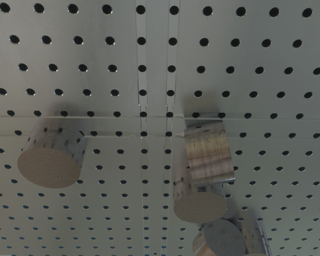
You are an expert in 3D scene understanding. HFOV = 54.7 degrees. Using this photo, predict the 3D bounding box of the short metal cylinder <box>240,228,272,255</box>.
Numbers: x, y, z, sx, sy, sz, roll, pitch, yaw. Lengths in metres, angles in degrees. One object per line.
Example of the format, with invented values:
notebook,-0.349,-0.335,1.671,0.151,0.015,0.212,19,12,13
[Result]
short metal cylinder,0.173,0.239,0.601,0.081,0.050,0.079,0,130,0

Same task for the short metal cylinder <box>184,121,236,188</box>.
short metal cylinder,0.065,0.034,0.405,0.050,0.080,0.080,-12,129,10

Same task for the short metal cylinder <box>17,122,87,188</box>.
short metal cylinder,-0.146,0.038,0.426,0.081,0.050,0.079,0,130,0

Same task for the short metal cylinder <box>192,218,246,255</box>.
short metal cylinder,0.105,0.211,0.556,0.081,0.080,0.050,15,129,-13

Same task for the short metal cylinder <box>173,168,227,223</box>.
short metal cylinder,0.061,0.105,0.485,0.081,0.050,0.079,0,130,0
